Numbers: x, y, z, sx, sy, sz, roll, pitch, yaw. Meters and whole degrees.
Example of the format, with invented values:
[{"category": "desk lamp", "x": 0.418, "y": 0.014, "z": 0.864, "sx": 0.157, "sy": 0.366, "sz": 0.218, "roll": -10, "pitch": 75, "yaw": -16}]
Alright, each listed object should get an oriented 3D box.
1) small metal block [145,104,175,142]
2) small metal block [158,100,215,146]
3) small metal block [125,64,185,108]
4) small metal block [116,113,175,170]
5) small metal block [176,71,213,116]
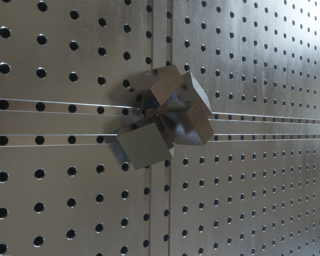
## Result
[{"category": "small metal block", "x": 0.007, "y": -0.006, "z": 0.414, "sx": 0.050, "sy": 0.025, "sz": 0.050, "roll": 1, "pitch": 89, "yaw": -41}, {"category": "small metal block", "x": 0.032, "y": -0.006, "z": 0.386, "sx": 0.025, "sy": 0.050, "sz": 0.050, "roll": -44, "pitch": 117, "yaw": -32}, {"category": "small metal block", "x": -0.007, "y": -0.051, "z": 0.386, "sx": 0.050, "sy": 0.050, "sz": 0.025, "roll": -48, "pitch": 119, "yaw": -29}, {"category": "small metal block", "x": -0.016, "y": 0.017, "z": 0.374, "sx": 0.050, "sy": 0.050, "sz": 0.025, "roll": 63, "pitch": 18, "yaw": -21}, {"category": "small metal block", "x": 0.046, "y": -0.044, "z": 0.429, "sx": 0.050, "sy": 0.025, "sz": 0.050, "roll": 50, "pitch": 21, "yaw": -28}]
